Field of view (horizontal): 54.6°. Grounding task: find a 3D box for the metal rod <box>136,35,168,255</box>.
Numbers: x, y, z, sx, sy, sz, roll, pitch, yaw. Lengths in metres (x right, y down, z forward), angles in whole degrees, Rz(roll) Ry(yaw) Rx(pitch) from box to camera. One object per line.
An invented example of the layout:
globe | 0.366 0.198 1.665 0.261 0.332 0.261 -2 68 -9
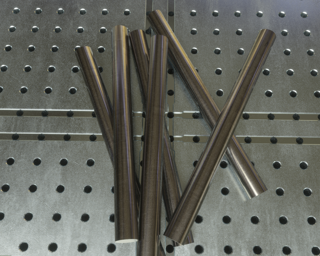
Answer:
metal rod | -0.008 0.019 0.377 0.025 0.025 0.299 2 70 1

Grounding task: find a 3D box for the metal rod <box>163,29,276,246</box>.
metal rod | 0.082 -0.003 0.385 0.025 0.025 0.300 25 72 9

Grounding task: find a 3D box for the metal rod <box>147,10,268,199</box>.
metal rod | 0.057 -0.045 0.428 0.025 0.025 0.299 -24 72 -9

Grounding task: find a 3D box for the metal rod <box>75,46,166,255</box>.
metal rod | -0.058 0.020 0.404 0.025 0.025 0.299 -20 71 -7

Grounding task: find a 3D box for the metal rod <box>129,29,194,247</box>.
metal rod | -0.003 -0.001 0.412 0.025 0.025 0.299 -11 70 -4

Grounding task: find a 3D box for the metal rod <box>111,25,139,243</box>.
metal rod | -0.048 -0.013 0.395 0.025 0.025 0.299 -5 62 -2
